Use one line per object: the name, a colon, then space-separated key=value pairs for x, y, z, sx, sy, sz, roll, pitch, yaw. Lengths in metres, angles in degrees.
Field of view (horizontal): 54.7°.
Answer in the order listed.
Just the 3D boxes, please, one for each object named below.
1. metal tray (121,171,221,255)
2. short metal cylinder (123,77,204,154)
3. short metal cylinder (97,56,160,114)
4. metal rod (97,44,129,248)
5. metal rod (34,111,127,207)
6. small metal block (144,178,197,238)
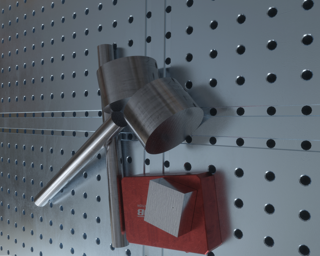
metal tray: x=0.009 y=0.104 z=0.397 sx=0.130 sy=0.030 sz=0.089 roll=-9 pitch=84 yaw=39
short metal cylinder: x=0.004 y=-0.014 z=0.368 sx=0.080 sy=0.081 sz=0.050 roll=-51 pitch=60 yaw=28
short metal cylinder: x=-0.038 y=-0.053 z=0.403 sx=0.080 sy=0.081 sz=0.050 roll=-20 pitch=78 yaw=38
metal rod: x=-0.071 y=0.023 z=0.465 sx=0.025 sy=0.025 sz=0.298 roll=-8 pitch=85 yaw=39
metal rod: x=-0.141 y=0.064 z=0.501 sx=0.299 sy=0.025 sz=0.025 roll=-41 pitch=66 yaw=39
small metal block: x=0.012 y=0.090 z=0.358 sx=0.050 sy=0.025 sz=0.050 roll=14 pitch=99 yaw=39
